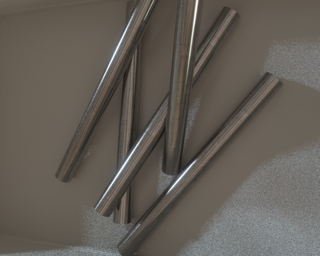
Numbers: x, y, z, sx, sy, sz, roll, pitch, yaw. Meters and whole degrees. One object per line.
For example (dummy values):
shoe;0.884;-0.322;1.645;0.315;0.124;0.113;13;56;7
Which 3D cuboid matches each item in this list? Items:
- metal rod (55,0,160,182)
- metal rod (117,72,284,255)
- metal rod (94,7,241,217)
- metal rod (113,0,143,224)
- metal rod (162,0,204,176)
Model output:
metal rod;-0.073;-0.050;0.414;0.025;0.025;0.298;35;109;16
metal rod;0.043;0.055;0.394;0.025;0.025;0.299;42;103;15
metal rod;0.006;-0.017;0.391;0.025;0.025;0.299;35;95;16
metal rod;-0.043;-0.020;0.424;0.025;0.025;0.298;4;91;19
metal rod;0.026;-0.074;0.332;0.025;0.025;0.298;16;122;19
